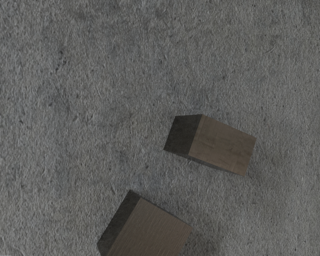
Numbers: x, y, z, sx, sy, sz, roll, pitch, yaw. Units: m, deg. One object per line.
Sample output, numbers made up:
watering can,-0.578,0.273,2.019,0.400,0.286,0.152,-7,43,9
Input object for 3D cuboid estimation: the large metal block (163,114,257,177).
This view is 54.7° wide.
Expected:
large metal block,0.062,0.021,0.402,0.080,0.080,0.050,22,83,-19

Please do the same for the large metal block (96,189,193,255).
large metal block,-0.020,0.136,0.389,0.080,0.050,0.080,34,79,-17
